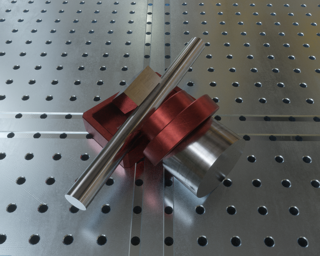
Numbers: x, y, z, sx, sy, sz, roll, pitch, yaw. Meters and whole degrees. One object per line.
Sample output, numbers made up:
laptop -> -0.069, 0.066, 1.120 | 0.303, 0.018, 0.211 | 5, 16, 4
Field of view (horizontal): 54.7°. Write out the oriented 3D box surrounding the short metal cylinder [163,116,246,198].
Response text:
short metal cylinder -> 0.049, 0.030, 0.345 | 0.080, 0.080, 0.050 | -36, 59, -27

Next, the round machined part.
round machined part -> 0.017, -0.005, 0.351 | 0.099, 0.098, 0.042 | -39, 82, -28

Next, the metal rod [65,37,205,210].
metal rod -> -0.013, -0.028, 0.391 | 0.025, 0.025, 0.301 | 22, 53, 17

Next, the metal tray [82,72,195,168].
metal tray -> -0.024, -0.017, 0.417 | 0.131, 0.030, 0.090 | -36, 59, -27

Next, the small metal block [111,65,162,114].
small metal block -> -0.031, -0.049, 0.404 | 0.025, 0.050, 0.050 | 44, 66, -13
